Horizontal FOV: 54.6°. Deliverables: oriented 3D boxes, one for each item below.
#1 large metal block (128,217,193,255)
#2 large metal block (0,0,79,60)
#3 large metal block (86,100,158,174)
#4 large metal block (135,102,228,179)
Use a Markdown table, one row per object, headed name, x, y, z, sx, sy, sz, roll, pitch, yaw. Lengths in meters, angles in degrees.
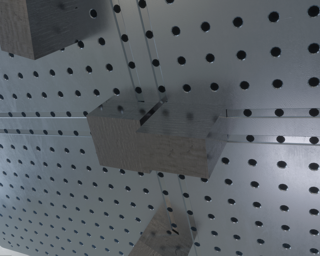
| name | x | y | z | sx | sy | sz | roll | pitch | yaw |
| --- | --- | --- | --- | --- | --- | --- | --- | --- | --- |
| large metal block | -0.004 | 0.214 | 0.530 | 0.080 | 0.050 | 0.080 | 32 | 129 | 7 |
| large metal block | -0.145 | -0.136 | 0.369 | 0.050 | 0.080 | 0.079 | 18 | 126 | 18 |
| large metal block | -0.044 | 0.010 | 0.425 | 0.080 | 0.050 | 0.080 | 5 | 121 | 25 |
| large metal block | 0.029 | 0.010 | 0.367 | 0.080 | 0.080 | 0.050 | 5 | 121 | 26 |
